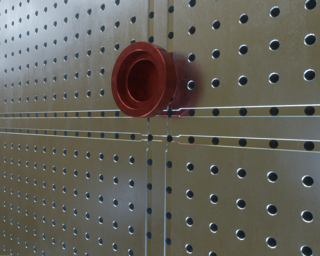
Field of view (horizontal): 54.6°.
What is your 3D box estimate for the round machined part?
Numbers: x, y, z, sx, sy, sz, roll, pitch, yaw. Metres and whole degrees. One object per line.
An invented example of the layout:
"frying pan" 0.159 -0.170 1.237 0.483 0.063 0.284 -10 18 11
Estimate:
"round machined part" -0.017 -0.062 0.413 0.098 0.042 0.097 0 90 40
